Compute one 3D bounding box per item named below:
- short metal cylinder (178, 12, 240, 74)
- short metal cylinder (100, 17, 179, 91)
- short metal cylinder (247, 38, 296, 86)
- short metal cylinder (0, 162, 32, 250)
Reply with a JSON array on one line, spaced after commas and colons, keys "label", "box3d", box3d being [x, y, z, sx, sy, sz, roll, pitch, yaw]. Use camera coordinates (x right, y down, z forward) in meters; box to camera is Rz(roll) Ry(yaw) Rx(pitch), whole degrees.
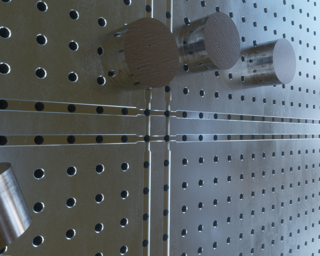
[{"label": "short metal cylinder", "box3d": [0.073, -0.122, 0.453, 0.081, 0.050, 0.079, 0, 90, -40]}, {"label": "short metal cylinder", "box3d": [-0.023, -0.086, 0.373, 0.081, 0.050, 0.079, 0, 90, -40]}, {"label": "short metal cylinder", "box3d": [0.204, -0.117, 0.563, 0.081, 0.050, 0.079, 0, 90, -40]}, {"label": "short metal cylinder", "box3d": [-0.152, 0.067, 0.246, 0.081, 0.080, 0.050, -25, 106, -37]}]
